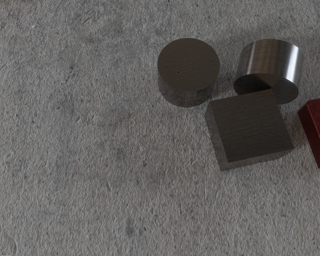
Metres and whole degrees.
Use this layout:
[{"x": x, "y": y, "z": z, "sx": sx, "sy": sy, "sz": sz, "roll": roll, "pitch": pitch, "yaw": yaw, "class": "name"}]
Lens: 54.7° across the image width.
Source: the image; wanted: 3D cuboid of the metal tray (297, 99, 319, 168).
[{"x": 0.263, "y": -0.001, "z": 0.408, "sx": 0.131, "sy": 0.030, "sz": 0.090, "roll": -10, "pitch": 70, "yaw": -4, "class": "metal tray"}]

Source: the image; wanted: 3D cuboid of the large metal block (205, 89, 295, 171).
[{"x": 0.109, "y": 0.004, "z": 0.394, "sx": 0.081, "sy": 0.050, "sz": 0.080, "roll": -12, "pitch": 71, "yaw": -4, "class": "large metal block"}]

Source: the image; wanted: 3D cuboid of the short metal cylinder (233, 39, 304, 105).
[{"x": 0.142, "y": -0.071, "z": 0.406, "sx": 0.080, "sy": 0.080, "sz": 0.050, "roll": 15, "pitch": 71, "yaw": 5, "class": "short metal cylinder"}]

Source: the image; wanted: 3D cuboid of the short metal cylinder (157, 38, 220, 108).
[{"x": 0.037, "y": -0.074, "z": 0.422, "sx": 0.081, "sy": 0.050, "sz": 0.080, "roll": 0, "pitch": 70, "yaw": 0, "class": "short metal cylinder"}]
